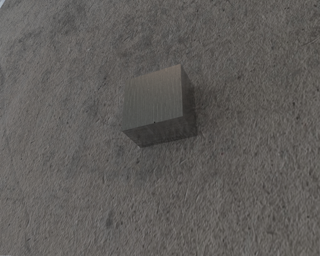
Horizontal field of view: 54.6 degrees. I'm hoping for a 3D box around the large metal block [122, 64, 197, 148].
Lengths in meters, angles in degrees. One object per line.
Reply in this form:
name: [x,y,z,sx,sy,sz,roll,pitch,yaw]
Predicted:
large metal block: [0.000,-0.027,0.405,0.080,0.050,0.080,-13,56,21]
